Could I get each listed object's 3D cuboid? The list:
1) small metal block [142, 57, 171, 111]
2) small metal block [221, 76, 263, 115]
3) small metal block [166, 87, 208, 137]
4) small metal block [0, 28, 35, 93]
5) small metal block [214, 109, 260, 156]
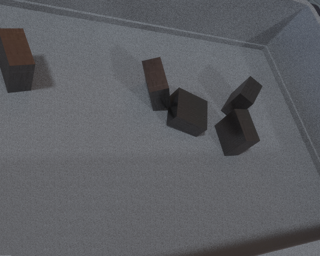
[{"bbox_3d":[-0.004,-0.059,0.419,0.025,0.050,0.050,-13,65,-2],"label":"small metal block"},{"bbox_3d":[0.128,-0.047,0.487,0.025,0.050,0.050,40,51,-2],"label":"small metal block"},{"bbox_3d":[0.039,-0.022,0.436,0.050,0.025,0.050,23,53,-23],"label":"small metal block"},{"bbox_3d":[-0.163,-0.075,0.348,0.025,0.050,0.050,-12,68,-33],"label":"small metal block"},{"bbox_3d":[0.109,0.007,0.444,0.025,0.050,0.050,0,62,-28],"label":"small metal block"}]
